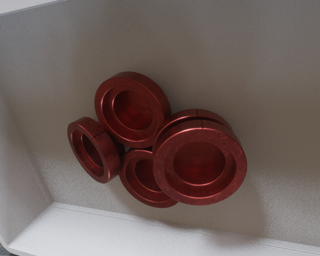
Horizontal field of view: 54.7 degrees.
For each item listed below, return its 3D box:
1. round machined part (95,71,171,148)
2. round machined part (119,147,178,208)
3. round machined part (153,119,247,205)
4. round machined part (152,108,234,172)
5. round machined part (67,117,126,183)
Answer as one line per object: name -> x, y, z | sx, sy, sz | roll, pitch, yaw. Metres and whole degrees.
round machined part -> -0.030, -0.026, 0.395 | 0.098, 0.042, 0.097 | 13, 124, 21
round machined part -> -0.006, 0.061, 0.436 | 0.098, 0.042, 0.097 | 13, 124, 21
round machined part -> 0.043, 0.034, 0.344 | 0.099, 0.042, 0.097 | 1, 116, 3
round machined part -> 0.041, 0.021, 0.373 | 0.099, 0.042, 0.097 | 1, 116, 3
round machined part -> -0.087, 0.027, 0.445 | 0.098, 0.042, 0.097 | 31, 138, 34
